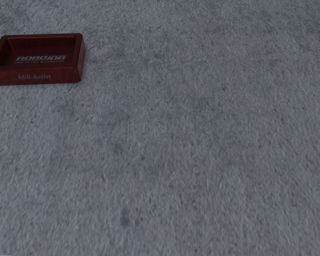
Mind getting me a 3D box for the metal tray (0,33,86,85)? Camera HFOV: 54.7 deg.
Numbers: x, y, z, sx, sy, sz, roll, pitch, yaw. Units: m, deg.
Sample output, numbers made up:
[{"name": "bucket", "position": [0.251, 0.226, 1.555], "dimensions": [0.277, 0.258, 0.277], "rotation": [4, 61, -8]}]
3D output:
[{"name": "metal tray", "position": [-0.190, -0.111, 0.490], "dimensions": [0.131, 0.030, 0.090], "rotation": [-2, 50, -3]}]
